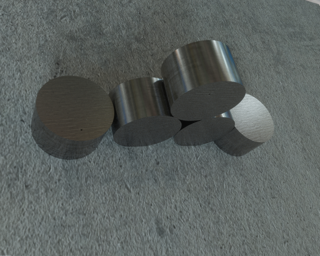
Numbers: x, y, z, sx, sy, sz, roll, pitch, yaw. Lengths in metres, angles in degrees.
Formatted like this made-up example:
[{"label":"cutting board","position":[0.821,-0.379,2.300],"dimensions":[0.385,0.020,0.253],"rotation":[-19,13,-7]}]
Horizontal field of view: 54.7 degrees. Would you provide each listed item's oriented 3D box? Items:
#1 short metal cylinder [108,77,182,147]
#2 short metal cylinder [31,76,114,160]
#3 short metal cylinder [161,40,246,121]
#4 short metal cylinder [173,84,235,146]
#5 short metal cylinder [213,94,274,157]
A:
[{"label":"short metal cylinder","position":[-0.019,-0.017,0.369],"dimensions":[0.081,0.080,0.050],"rotation":[0,62,-28]},{"label":"short metal cylinder","position":[-0.097,-0.011,0.343],"dimensions":[0.081,0.050,0.080],"rotation":[14,56,-21]},{"label":"short metal cylinder","position":[0.045,-0.048,0.335],"dimensions":[0.081,0.080,0.050],"rotation":[1,63,-28]},{"label":"short metal cylinder","position":[0.051,-0.016,0.408],"dimensions":[0.081,0.080,0.050],"rotation":[0,61,-28]},{"label":"short metal cylinder","position":[0.118,-0.004,0.454],"dimensions":[0.081,0.050,0.080],"rotation":[14,56,-21]}]
